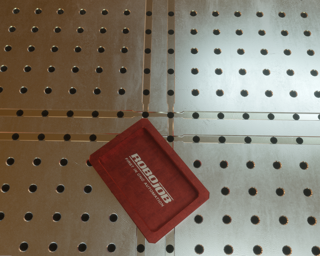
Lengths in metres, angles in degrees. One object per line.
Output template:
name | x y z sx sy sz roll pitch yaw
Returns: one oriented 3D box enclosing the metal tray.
metal tray | -0.014 0.063 0.385 0.090 0.030 0.130 -37 74 -12
